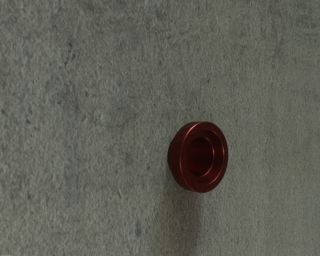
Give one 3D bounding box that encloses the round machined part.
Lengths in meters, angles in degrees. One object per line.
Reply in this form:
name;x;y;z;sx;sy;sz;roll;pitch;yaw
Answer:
round machined part;0.049;0.040;0.437;0.099;0.042;0.097;0;90;-40
